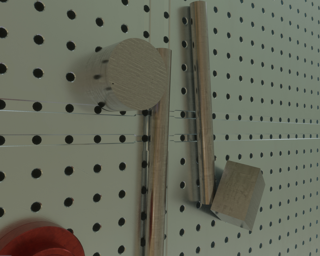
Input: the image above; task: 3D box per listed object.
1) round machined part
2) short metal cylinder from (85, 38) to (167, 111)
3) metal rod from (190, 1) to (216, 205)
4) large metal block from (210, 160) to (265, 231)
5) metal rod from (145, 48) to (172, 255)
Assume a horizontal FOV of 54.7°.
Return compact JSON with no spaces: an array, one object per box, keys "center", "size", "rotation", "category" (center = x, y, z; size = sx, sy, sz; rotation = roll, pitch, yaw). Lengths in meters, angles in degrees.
[{"center":[-0.117,0.146,0.301],"size":[0.099,0.042,0.097],"rotation":[0,90,-40],"category":"round machined part"},{"center":[-0.039,-0.060,0.362],"size":[0.081,0.050,0.079],"rotation":[0,91,-40],"category":"short metal cylinder"},{"center":[0.065,-0.035,0.466],"size":[0.025,0.025,0.298],"rotation":[-6,94,-40],"category":"metal rod"},{"center":[0.125,0.107,0.483],"size":[0.080,0.050,0.080],"rotation":[-67,149,-18],"category":"large metal block"},{"center":[-0.003,0.045,0.408],"size":[0.025,0.025,0.298],"rotation":[4,88,-40],"category":"metal rod"}]
